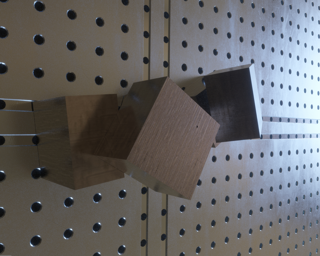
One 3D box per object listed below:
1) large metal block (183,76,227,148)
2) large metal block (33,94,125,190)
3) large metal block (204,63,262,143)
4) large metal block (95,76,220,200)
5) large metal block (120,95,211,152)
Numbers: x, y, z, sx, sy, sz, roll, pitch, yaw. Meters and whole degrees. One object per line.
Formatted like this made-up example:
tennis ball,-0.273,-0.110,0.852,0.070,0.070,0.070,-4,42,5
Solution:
large metal block,0.072,-0.027,0.455,0.080,0.050,0.080,-37,113,-34
large metal block,-0.082,0.010,0.305,0.050,0.080,0.079,-8,96,-40
large metal block,0.094,-0.034,0.385,0.080,0.050,0.079,-37,117,-66
large metal block,0.001,0.011,0.290,0.080,0.050,0.080,38,67,-33
large metal block,0.004,-0.005,0.378,0.080,0.080,0.050,24,75,-38
